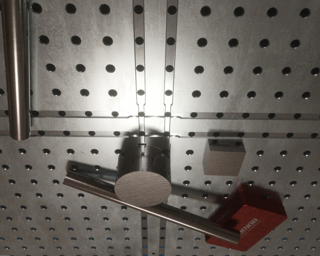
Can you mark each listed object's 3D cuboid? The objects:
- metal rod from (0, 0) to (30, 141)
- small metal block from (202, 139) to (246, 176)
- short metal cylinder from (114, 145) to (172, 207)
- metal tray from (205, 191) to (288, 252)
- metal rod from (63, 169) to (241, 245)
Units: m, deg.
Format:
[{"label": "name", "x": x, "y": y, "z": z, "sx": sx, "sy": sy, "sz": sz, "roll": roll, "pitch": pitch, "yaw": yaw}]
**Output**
[{"label": "metal rod", "x": -0.150, "y": -0.102, "z": 0.322, "sx": 0.025, "sy": 0.025, "sz": 0.298, "roll": 11, "pitch": 129, "yaw": -10}, {"label": "small metal block", "x": 0.092, "y": 0.043, "z": 0.450, "sx": 0.050, "sy": 0.025, "sz": 0.050, "roll": 3, "pitch": 130, "yaw": -3}, {"label": "short metal cylinder", "x": -0.024, "y": 0.071, "z": 0.456, "sx": 0.081, "sy": 0.050, "sz": 0.079, "roll": 0, "pitch": 130, "yaw": 0}, {"label": "metal tray", "x": 0.150, "y": 0.171, "z": 0.557, "sx": 0.091, "sy": 0.030, "sz": 0.129, "roll": 19, "pitch": 128, "yaw": -16}, {"label": "metal rod", "x": -0.007, "y": 0.130, "z": 0.500, "sx": 0.302, "sy": 0.025, "sz": 0.025, "roll": 22, "pitch": 127, "yaw": -11}]
